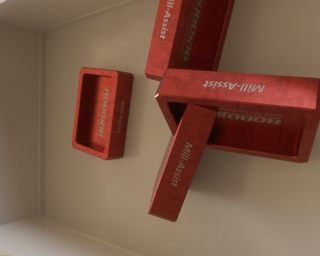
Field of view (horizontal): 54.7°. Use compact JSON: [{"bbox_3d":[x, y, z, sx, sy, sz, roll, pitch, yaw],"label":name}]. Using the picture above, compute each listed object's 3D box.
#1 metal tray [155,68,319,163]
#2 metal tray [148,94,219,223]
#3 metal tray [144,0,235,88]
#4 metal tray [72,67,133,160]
[{"bbox_3d":[0.070,-0.010,0.282,0.130,0.090,0.030,8,62,22],"label":"metal tray"},{"bbox_3d":[0.025,0.025,0.342,0.030,0.090,0.129,19,105,0],"label":"metal tray"},{"bbox_3d":[0.036,-0.110,0.332,0.030,0.091,0.129,21,103,38],"label":"metal tray"},{"bbox_3d":[-0.091,-0.024,0.475,0.090,0.030,0.129,14,99,38],"label":"metal tray"}]
